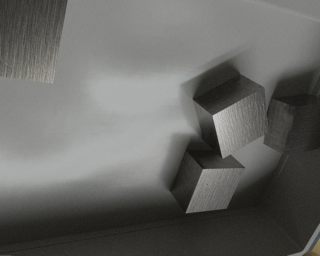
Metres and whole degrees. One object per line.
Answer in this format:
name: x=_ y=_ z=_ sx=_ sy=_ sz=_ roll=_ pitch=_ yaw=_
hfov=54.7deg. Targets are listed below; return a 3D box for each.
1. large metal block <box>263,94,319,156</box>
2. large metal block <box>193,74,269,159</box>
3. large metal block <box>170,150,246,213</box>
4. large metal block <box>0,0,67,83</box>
large metal block: x=0.222 y=-0.007 z=0.501 sx=0.081 sy=0.050 sz=0.079 roll=-8 pitch=113 yaw=-24
large metal block: x=0.101 y=-0.017 z=0.437 sx=0.080 sy=0.050 sz=0.080 roll=-28 pitch=128 yaw=-10
large metal block: x=0.073 y=0.082 z=0.483 sx=0.081 sy=0.050 sz=0.079 roll=3 pitch=117 yaw=-30
large metal block: x=-0.131 y=-0.090 z=0.265 sx=0.081 sy=0.050 sz=0.079 roll=4 pitch=116 yaw=-31
